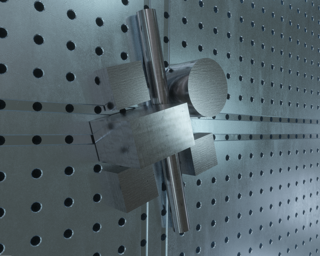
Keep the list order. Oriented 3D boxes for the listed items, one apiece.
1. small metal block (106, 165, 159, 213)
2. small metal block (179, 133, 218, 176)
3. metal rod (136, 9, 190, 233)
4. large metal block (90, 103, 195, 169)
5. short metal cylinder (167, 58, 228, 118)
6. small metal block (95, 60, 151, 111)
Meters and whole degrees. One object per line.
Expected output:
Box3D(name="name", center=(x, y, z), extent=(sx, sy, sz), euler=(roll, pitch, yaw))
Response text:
Box3D(name="small metal block", center=(-0.033, 0.069, 0.383), extent=(0.050, 0.025, 0.050), euler=(-20, 103, -38))
Box3D(name="small metal block", center=(0.056, 0.037, 0.459), extent=(0.050, 0.025, 0.050), euler=(-19, 102, -39))
Box3D(name="metal rod", center=(0.006, -0.003, 0.416), extent=(0.025, 0.025, 0.298), euler=(-16, 100, -39))
Box3D(name="large metal block", center=(-0.020, 0.006, 0.356), extent=(0.081, 0.080, 0.050), euler=(-20, 103, -39))
Box3D(name="short metal cylinder", center=(0.050, -0.055, 0.436), extent=(0.081, 0.050, 0.079), euler=(0, 90, -40))
Box3D(name="small metal block", center=(-0.044, -0.051, 0.374), extent=(0.050, 0.025, 0.050), euler=(-22, 104, -38))
